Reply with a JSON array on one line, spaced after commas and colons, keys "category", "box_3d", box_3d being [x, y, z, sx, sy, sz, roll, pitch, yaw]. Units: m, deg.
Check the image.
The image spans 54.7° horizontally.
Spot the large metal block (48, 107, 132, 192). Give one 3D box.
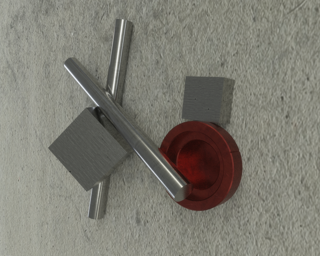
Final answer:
[{"category": "large metal block", "box_3d": [-0.091, 0.027, 0.432, 0.080, 0.050, 0.080, -44, 85, 13]}]

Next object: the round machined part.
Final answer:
[{"category": "round machined part", "box_3d": [0.049, 0.041, 0.352, 0.098, 0.042, 0.097, 0, 90, 39]}]

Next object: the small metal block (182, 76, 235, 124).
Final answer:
[{"category": "small metal block", "box_3d": [0.055, -0.033, 0.358, 0.050, 0.025, 0.050, 9, 96, 39]}]

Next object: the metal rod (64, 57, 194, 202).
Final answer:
[{"category": "metal rod", "box_3d": [-0.059, -0.018, 0.409, 0.300, 0.025, 0.025, 45, 117, 37]}]

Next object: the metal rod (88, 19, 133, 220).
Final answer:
[{"category": "metal rod", "box_3d": [-0.076, -0.008, 0.465, 0.025, 0.025, 0.298, 16, 100, 38]}]
